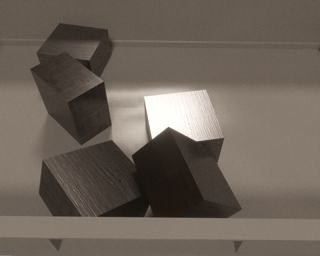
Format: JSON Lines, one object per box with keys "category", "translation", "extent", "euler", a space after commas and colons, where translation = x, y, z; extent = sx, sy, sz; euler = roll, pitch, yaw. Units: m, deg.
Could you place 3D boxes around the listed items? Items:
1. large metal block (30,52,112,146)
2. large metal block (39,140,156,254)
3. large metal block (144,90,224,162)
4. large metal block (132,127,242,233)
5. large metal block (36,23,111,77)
{"category": "large metal block", "translation": [-0.112, -0.038, 0.400], "extent": [0.050, 0.080, 0.080], "euler": [-37, 60, -27]}
{"category": "large metal block", "translation": [-0.065, 0.065, 0.317], "extent": [0.081, 0.050, 0.080], "euler": [-16, 48, -42]}
{"category": "large metal block", "translation": [0.026, 0.002, 0.388], "extent": [0.081, 0.050, 0.080], "euler": [-7, 50, -6]}
{"category": "large metal block", "translation": [0.027, 0.055, 0.313], "extent": [0.050, 0.080, 0.080], "euler": [-39, 53, 19]}
{"category": "large metal block", "translation": [-0.130, -0.116, 0.484], "extent": [0.080, 0.050, 0.080], "euler": [10, 51, 7]}
